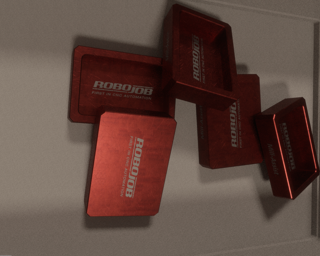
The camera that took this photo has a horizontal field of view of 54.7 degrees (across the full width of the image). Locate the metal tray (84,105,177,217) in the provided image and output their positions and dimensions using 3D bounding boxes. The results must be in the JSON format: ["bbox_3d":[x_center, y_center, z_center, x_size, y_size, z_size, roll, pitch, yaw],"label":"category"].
[{"bbox_3d":[-0.038,0.042,0.376,0.091,0.030,0.129,6,105,-21],"label":"metal tray"}]

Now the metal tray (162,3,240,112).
[{"bbox_3d":[0.051,-0.092,0.397,0.091,0.030,0.130,14,58,-20],"label":"metal tray"}]

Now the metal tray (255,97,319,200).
[{"bbox_3d":[0.193,0.028,0.462,0.091,0.030,0.129,-25,104,-35],"label":"metal tray"}]

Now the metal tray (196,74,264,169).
[{"bbox_3d":[0.100,-0.011,0.447,0.091,0.030,0.129,-4,92,-20],"label":"metal tray"}]

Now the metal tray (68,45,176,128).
[{"bbox_3d":[-0.045,-0.047,0.391,0.131,0.030,0.089,4,89,-20],"label":"metal tray"}]
